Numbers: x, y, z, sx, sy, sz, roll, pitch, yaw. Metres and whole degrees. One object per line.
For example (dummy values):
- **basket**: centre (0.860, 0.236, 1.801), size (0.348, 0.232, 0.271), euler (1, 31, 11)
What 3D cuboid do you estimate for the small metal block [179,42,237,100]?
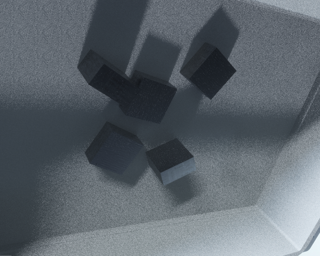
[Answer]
- **small metal block**: centre (0.062, -0.073, 0.400), size (0.050, 0.025, 0.050), euler (-49, 129, 6)

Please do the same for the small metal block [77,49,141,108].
- **small metal block**: centre (-0.055, -0.053, 0.331), size (0.050, 0.050, 0.025), euler (32, 100, -39)

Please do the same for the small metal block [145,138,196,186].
- **small metal block**: centre (0.015, 0.046, 0.431), size (0.050, 0.050, 0.025), euler (-24, 127, -14)

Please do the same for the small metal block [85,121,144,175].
- **small metal block**: centre (-0.058, 0.027, 0.395), size (0.050, 0.025, 0.050), euler (29, 102, -38)

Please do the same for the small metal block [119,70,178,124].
- **small metal block**: centre (-0.015, -0.037, 0.379), size (0.050, 0.025, 0.050), euler (14, 111, -35)
